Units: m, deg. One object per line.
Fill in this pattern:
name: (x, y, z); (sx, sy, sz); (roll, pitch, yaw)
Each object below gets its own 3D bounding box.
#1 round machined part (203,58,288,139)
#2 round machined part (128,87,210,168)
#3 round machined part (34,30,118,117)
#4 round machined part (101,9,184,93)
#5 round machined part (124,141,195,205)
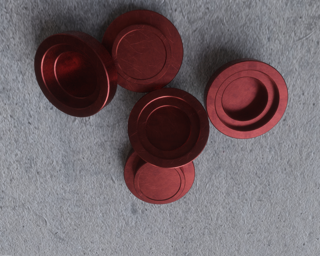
round machined part: (0.104, -0.039, 0.389); (0.099, 0.042, 0.097); (0, 110, -1)
round machined part: (0.010, 0.000, 0.391); (0.099, 0.042, 0.097); (0, 87, -3)
round machined part: (-0.094, -0.065, 0.365); (0.098, 0.042, 0.097); (10, 119, 18)
round machined part: (-0.021, -0.089, 0.368); (0.099, 0.042, 0.097); (0, 110, -1)
round machined part: (-0.001, 0.064, 0.425); (0.099, 0.042, 0.097); (0, 110, -1)
